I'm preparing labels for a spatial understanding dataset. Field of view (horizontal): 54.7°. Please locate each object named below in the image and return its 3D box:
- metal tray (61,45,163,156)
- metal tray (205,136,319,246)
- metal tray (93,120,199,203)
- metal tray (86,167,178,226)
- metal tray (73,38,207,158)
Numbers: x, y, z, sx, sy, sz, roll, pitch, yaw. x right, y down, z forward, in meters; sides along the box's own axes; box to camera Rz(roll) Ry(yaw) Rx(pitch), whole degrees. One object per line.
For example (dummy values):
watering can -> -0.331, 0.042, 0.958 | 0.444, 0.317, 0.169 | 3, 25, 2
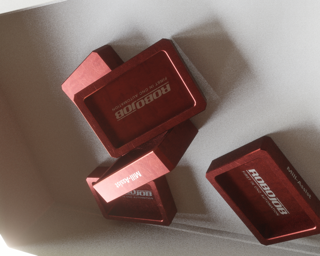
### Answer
metal tray -> -0.061, -0.033, 0.417 | 0.090, 0.030, 0.130 | -33, 100, 38
metal tray -> 0.132, 0.082, 0.386 | 0.090, 0.030, 0.130 | -33, 100, 38
metal tray -> -0.019, 0.040, 0.401 | 0.130, 0.090, 0.030 | -33, 100, 38
metal tray -> -0.046, 0.107, 0.496 | 0.130, 0.030, 0.090 | -4, 117, 30
metal tray -> -0.023, -0.033, 0.363 | 0.130, 0.030, 0.090 | -29, 100, 14
